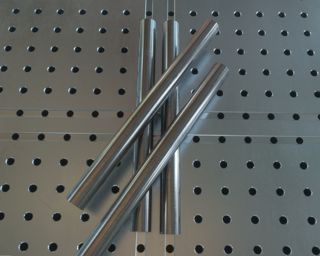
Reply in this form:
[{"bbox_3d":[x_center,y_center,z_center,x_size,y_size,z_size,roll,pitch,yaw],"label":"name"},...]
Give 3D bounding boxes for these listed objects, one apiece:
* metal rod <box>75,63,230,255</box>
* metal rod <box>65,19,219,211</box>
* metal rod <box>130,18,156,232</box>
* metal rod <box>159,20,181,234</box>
[{"bbox_3d":[-0.003,0.037,0.371,0.025,0.025,0.300,33,73,11],"label":"metal rod"},{"bbox_3d":[-0.012,-0.029,0.396,0.025,0.025,0.300,33,73,11],"label":"metal rod"},{"bbox_3d":[-0.021,-0.017,0.419,0.025,0.025,0.299,1,70,0],"label":"metal rod"},{"bbox_3d":[0.014,-0.015,0.418,0.025,0.025,0.299,1,70,0],"label":"metal rod"}]
